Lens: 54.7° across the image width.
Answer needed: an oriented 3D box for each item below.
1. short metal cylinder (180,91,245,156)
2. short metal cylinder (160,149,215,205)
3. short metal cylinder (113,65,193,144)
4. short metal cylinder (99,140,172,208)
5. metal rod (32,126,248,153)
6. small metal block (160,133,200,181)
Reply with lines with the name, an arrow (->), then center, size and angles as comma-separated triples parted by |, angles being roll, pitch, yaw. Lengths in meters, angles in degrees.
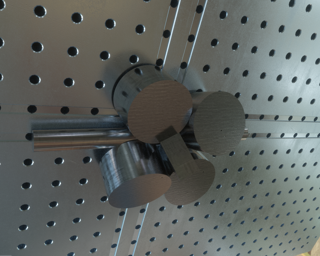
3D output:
short metal cylinder -> 0.063, -0.008, 0.403 | 0.081, 0.050, 0.079 | -3, 97, -28
short metal cylinder -> 0.032, 0.064, 0.447 | 0.081, 0.050, 0.079 | -14, 124, -21
short metal cylinder -> -0.009, -0.028, 0.368 | 0.081, 0.050, 0.079 | -14, 124, -21
short metal cylinder -> -0.032, 0.060, 0.394 | 0.081, 0.050, 0.080 | -16, 144, -11
metal rod -> -0.006, 0.011, 0.410 | 0.303, 0.025, 0.025 | -2, 119, -28
small metal block -> 0.023, 0.037, 0.380 | 0.025, 0.050, 0.050 | -27, 170, -4
